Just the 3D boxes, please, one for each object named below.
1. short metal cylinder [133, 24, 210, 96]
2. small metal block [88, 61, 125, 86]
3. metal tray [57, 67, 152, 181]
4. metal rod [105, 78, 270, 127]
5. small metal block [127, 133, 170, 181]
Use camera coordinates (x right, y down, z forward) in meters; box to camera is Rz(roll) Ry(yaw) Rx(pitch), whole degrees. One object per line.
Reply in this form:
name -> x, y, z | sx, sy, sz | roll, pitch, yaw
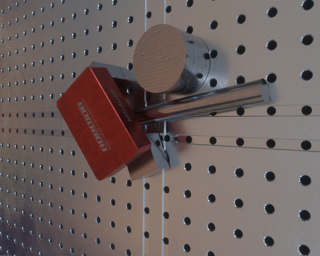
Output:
short metal cylinder -> 0.013, -0.081, 0.379 | 0.080, 0.050, 0.079 | 0, 90, 39
small metal block -> -0.090, -0.071, 0.464 | 0.050, 0.050, 0.025 | -39, 67, 33
metal tray -> -0.079, -0.006, 0.418 | 0.090, 0.030, 0.130 | -37, 79, 34
metal rod -> -0.007, -0.019, 0.413 | 0.300, 0.025, 0.025 | -10, 84, 39
small metal block -> -0.021, 0.040, 0.423 | 0.050, 0.025, 0.050 | -29, 72, 36
